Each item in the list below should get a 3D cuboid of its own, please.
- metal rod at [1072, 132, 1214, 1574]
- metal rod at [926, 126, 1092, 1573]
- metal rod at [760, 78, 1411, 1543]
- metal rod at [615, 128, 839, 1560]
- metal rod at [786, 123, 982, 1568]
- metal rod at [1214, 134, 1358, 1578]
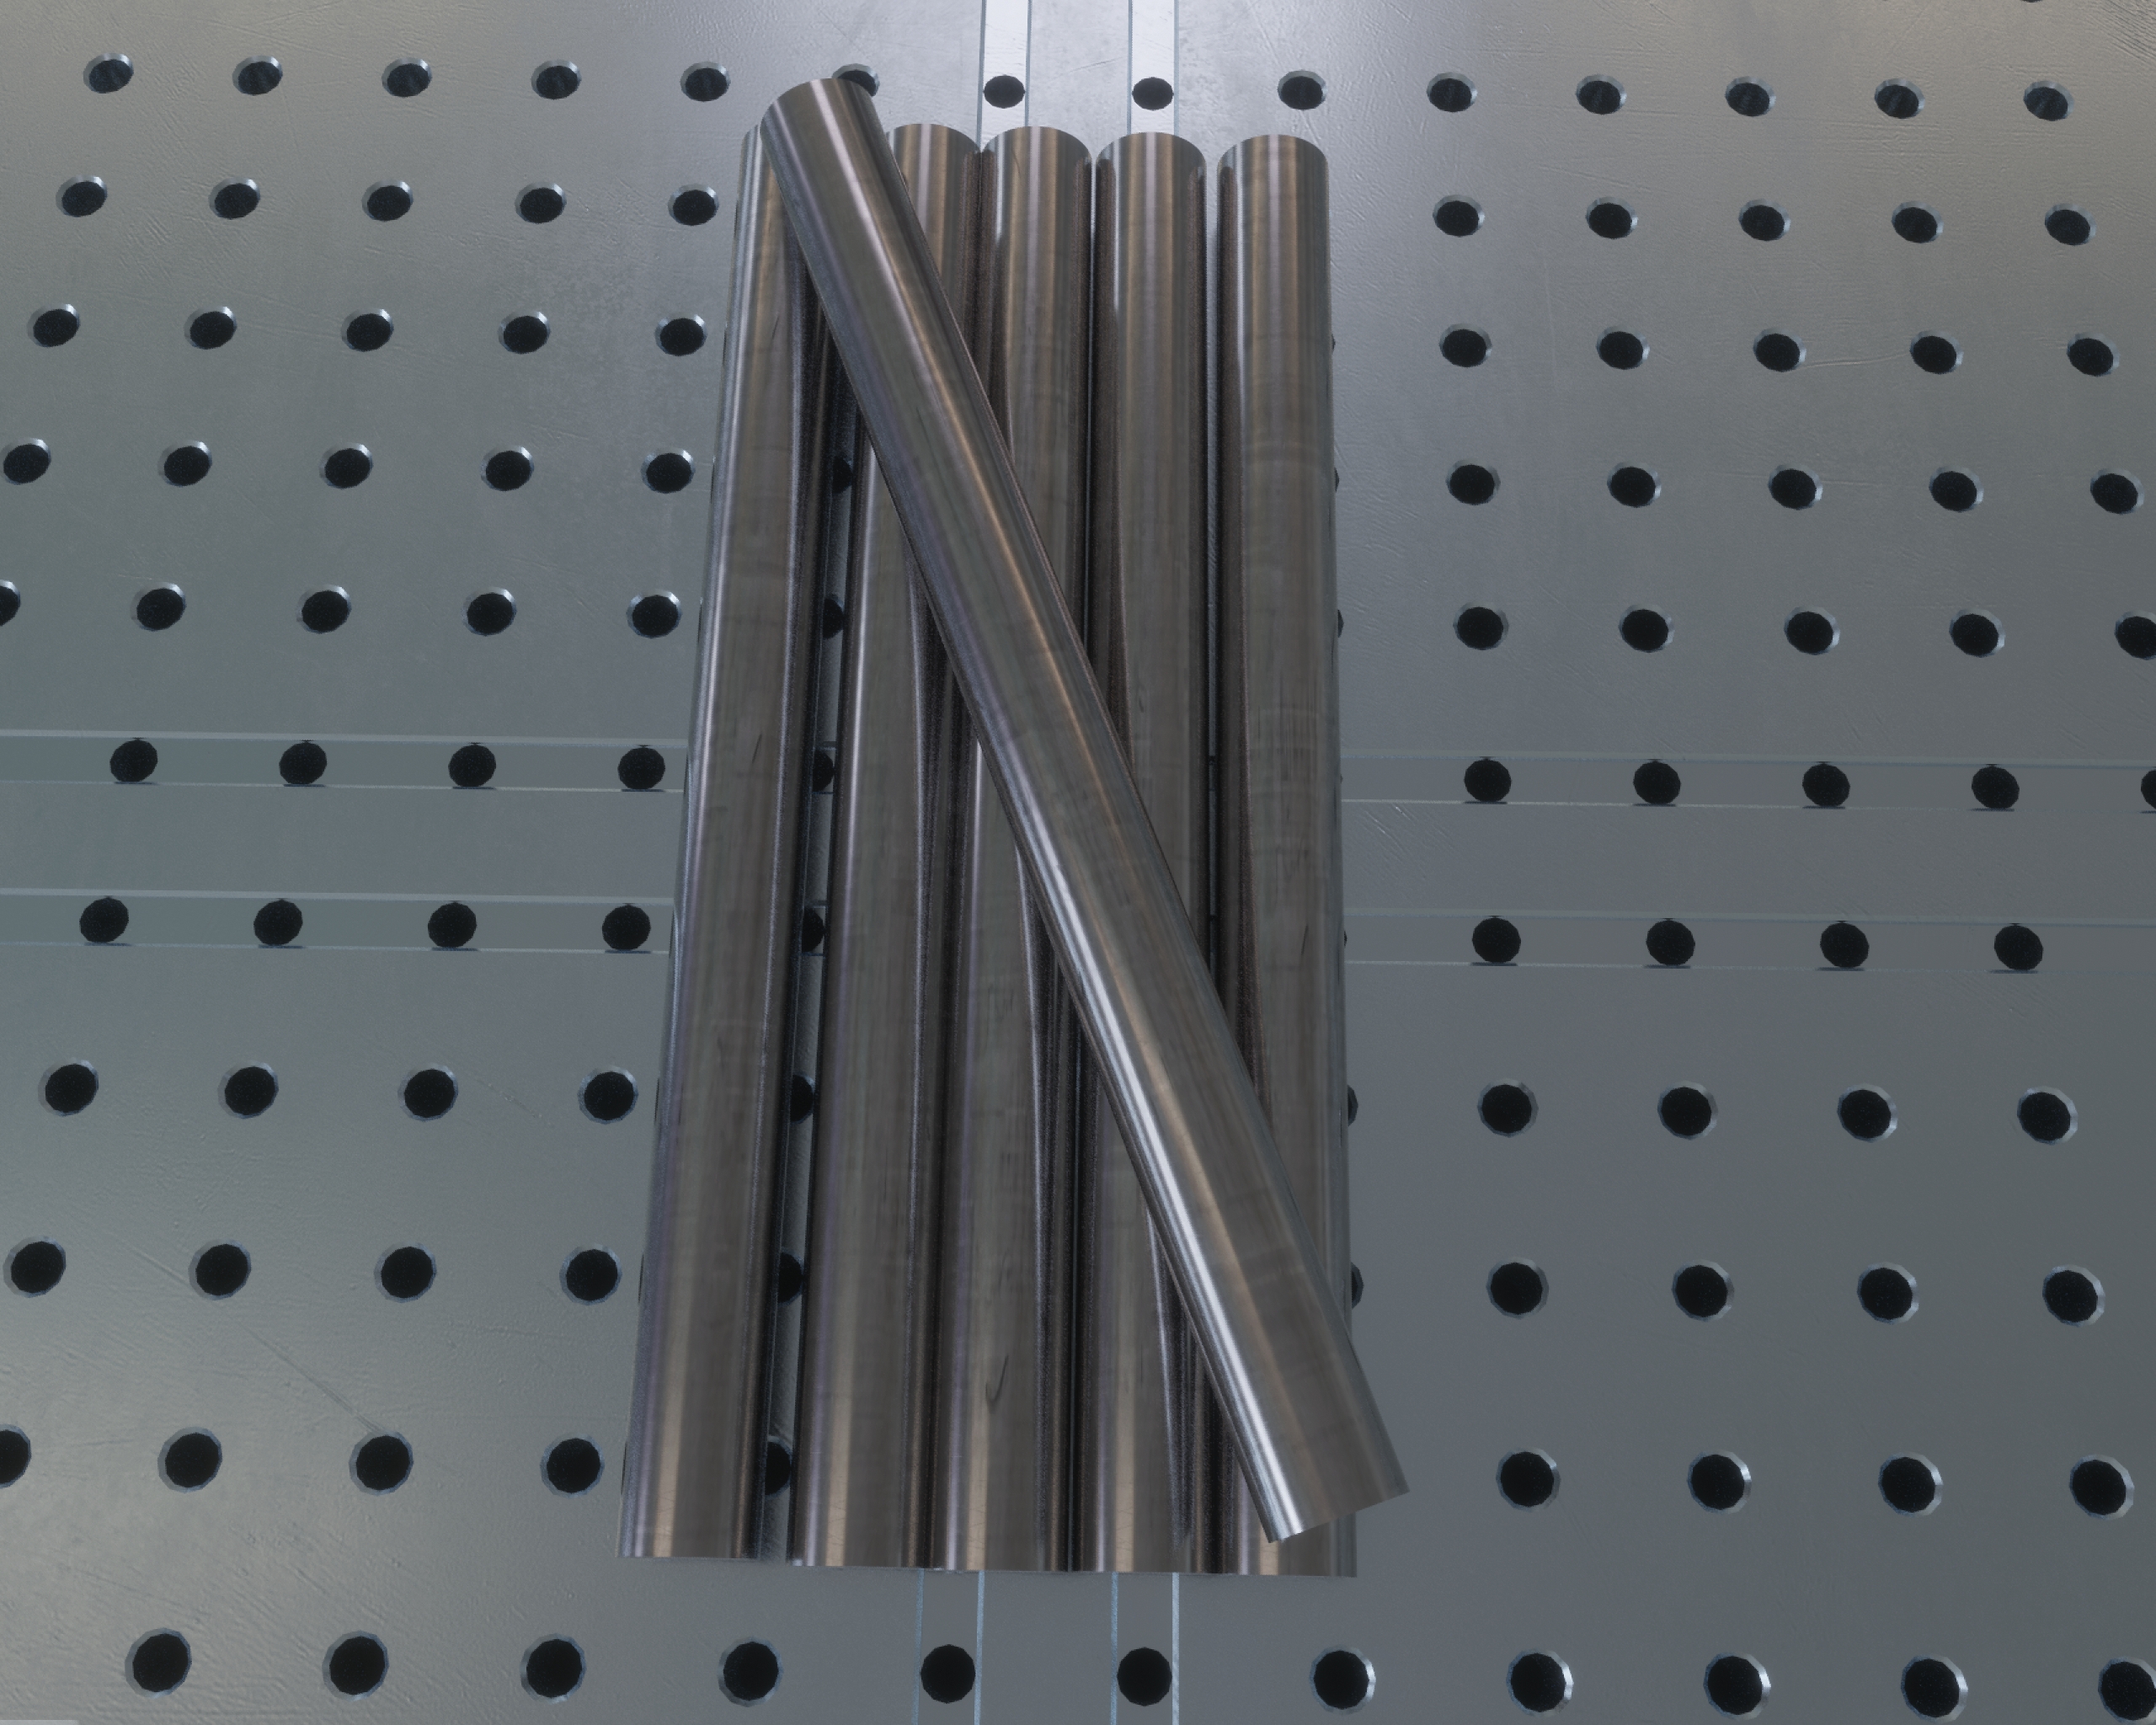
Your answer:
[{"bbox_3d":[0.014,-0.016,0.418,0.025,0.025,0.299,1,70,0],"label":"metal rod"},{"bbox_3d":[-0.012,-0.016,0.417,0.025,0.025,0.299,1,70,0],"label":"metal rod"},{"bbox_3d":[-0.006,-0.024,0.394,0.025,0.025,0.299,-18,71,-6],"label":"metal rod"},{"bbox_3d":[-0.066,-0.018,0.417,0.025,0.025,0.299,1,70,0],"label":"metal rod"},{"bbox_3d":[-0.036,-0.017,0.417,0.025,0.025,0.299,1,70,0],"label":"metal rod"},{"bbox_3d":[0.040,-0.015,0.418,0.025,0.025,0.299,1,70,0],"label":"metal rod"}]
